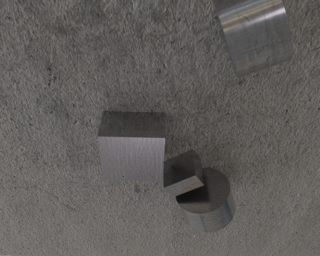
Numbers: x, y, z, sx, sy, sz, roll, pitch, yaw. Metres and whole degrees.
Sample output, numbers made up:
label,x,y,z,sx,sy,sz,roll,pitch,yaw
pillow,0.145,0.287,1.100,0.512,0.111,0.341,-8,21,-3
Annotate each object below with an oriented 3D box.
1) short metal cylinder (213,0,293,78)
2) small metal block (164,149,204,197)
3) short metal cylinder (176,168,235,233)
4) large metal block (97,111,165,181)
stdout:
label,x,y,z,sx,sy,sz,roll,pitch,yaw
short metal cylinder,0.086,-0.093,0.293,0.050,0.080,0.080,-18,128,14
small metal block,0.033,0.065,0.446,0.050,0.050,0.025,-26,126,20
short metal cylinder,0.069,0.107,0.463,0.080,0.080,0.050,-13,129,11
large metal block,-0.035,0.025,0.412,0.081,0.050,0.079,1,130,-2
